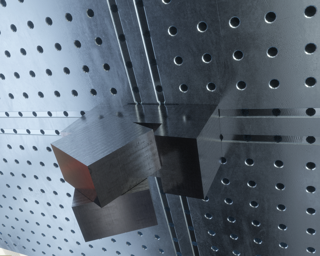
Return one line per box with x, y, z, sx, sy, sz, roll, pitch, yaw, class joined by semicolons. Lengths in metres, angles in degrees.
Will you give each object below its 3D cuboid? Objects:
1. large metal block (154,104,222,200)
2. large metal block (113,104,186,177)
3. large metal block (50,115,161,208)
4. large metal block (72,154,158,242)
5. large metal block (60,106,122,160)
0.037;0.025;0.370;0.050;0.080;0.079;4;120;26;large metal block
-0.016;0.016;0.409;0.080;0.050;0.079;3;120;26;large metal block
-0.059;0.031;0.342;0.080;0.081;0.050;18;128;45;large metal block
-0.051;0.076;0.362;0.081;0.080;0.050;-13;116;-3;large metal block
-0.080;0.022;0.430;0.050;0.080;0.079;2;119;27;large metal block
